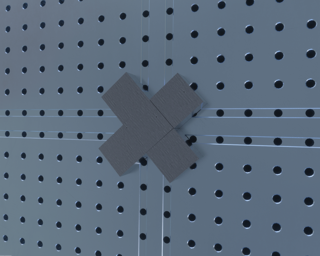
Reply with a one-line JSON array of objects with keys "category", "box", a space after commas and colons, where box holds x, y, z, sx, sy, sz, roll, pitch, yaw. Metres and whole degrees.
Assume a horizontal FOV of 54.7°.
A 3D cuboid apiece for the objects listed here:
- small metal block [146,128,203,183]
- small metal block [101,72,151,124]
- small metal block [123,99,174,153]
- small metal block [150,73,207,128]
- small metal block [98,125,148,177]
[{"category": "small metal block", "box": [0.019, 0.035, 0.405, 0.050, 0.025, 0.050, -42, 77, 14]}, {"category": "small metal block", "box": [-0.043, -0.040, 0.427, 0.050, 0.025, 0.050, -42, 77, 14]}, {"category": "small metal block", "box": [-0.012, -0.002, 0.415, 0.050, 0.025, 0.050, -43, 77, 14]}, {"category": "small metal block", "box": [0.024, -0.035, 0.403, 0.050, 0.025, 0.050, -43, 77, 14]}, {"category": "small metal block", "box": [-0.047, 0.031, 0.428, 0.050, 0.025, 0.050, -43, 77, 14]}]
